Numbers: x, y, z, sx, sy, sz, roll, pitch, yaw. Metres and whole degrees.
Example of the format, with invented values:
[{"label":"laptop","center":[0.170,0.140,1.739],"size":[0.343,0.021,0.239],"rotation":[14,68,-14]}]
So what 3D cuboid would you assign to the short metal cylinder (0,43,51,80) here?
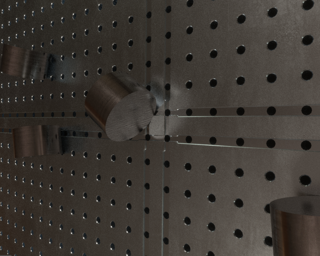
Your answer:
[{"label":"short metal cylinder","center":[-0.250,-0.123,0.576],"size":[0.080,0.081,0.050],"rotation":[22,104,37]}]

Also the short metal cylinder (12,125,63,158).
[{"label":"short metal cylinder","center":[-0.216,0.025,0.548],"size":[0.080,0.081,0.050],"rotation":[-10,84,39]}]

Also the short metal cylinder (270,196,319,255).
[{"label":"short metal cylinder","center":[0.137,0.090,0.260],"size":[0.080,0.081,0.050],"rotation":[-5,87,39]}]

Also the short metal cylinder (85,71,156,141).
[{"label":"short metal cylinder","center":[-0.052,-0.029,0.414],"size":[0.050,0.081,0.080],"rotation":[42,116,31]}]
